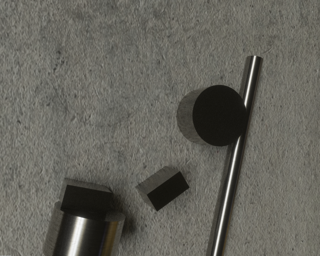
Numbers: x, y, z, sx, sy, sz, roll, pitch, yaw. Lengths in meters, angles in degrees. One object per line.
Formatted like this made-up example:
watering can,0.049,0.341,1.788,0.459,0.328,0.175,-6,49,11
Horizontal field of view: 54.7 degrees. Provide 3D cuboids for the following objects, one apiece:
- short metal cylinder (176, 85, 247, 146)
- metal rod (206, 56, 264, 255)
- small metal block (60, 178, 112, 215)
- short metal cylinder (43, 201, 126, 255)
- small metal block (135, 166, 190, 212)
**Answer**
short metal cylinder,0.069,-0.016,0.423,0.081,0.050,0.079,0,90,-21
metal rod,0.109,0.042,0.450,0.025,0.025,0.298,14,85,-20
small metal block,-0.089,0.079,0.364,0.050,0.050,0.025,15,85,-20
short metal cylinder,-0.084,0.117,0.349,0.081,0.080,0.050,15,86,-20
small metal block,0.002,0.076,0.398,0.050,0.050,0.025,-33,101,-17
